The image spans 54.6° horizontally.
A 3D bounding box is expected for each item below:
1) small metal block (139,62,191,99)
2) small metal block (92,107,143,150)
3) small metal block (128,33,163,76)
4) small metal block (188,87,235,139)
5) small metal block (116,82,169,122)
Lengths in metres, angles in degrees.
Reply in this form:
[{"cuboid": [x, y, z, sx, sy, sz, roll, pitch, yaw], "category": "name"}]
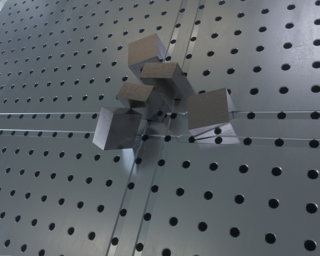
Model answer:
[{"cuboid": [0.008, -0.065, 0.429, 0.050, 0.050, 0.025, 6, 65, 31], "category": "small metal block"}, {"cuboid": [-0.056, 0.000, 0.411, 0.025, 0.050, 0.050, 29, 109, 37], "category": "small metal block"}, {"cuboid": [-0.022, -0.117, 0.493, 0.050, 0.025, 0.050, -15, 55, 19], "category": "small metal block"}, {"cuboid": [0.063, -0.018, 0.387, 0.050, 0.025, 0.050, -12, 57, 22], "category": "small metal block"}, {"cuboid": [-0.023, -0.035, 0.427, 0.050, 0.050, 0.025, 12, 66, 33], "category": "small metal block"}]
